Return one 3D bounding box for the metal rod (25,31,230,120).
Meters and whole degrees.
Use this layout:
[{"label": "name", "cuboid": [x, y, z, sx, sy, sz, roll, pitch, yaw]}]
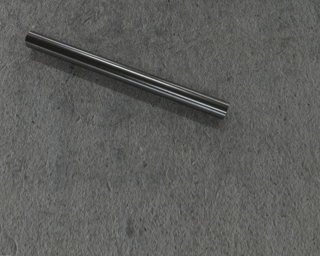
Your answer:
[{"label": "metal rod", "cuboid": [-0.050, -0.076, 0.435, 0.301, 0.025, 0.025, 21, 71, 7]}]
